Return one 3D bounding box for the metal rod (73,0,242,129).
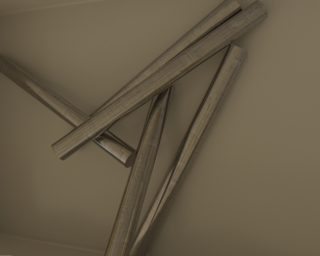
[{"bbox_3d":[-0.021,-0.064,0.417,0.300,0.025,0.025,-38,78,16],"label":"metal rod"}]

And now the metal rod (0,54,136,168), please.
[{"bbox_3d":[-0.149,-0.036,0.443,0.300,0.025,0.025,33,101,24],"label":"metal rod"}]

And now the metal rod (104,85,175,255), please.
[{"bbox_3d":[-0.030,0.077,0.350,0.025,0.025,0.300,7,65,20],"label":"metal rod"}]

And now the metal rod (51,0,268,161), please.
[{"bbox_3d":[-0.003,-0.055,0.376,0.300,0.025,0.025,-35,79,3],"label":"metal rod"}]

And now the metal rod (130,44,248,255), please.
[{"bbox_3d":[0.032,0.037,0.399,0.025,0.025,0.298,28,99,17],"label":"metal rod"}]
